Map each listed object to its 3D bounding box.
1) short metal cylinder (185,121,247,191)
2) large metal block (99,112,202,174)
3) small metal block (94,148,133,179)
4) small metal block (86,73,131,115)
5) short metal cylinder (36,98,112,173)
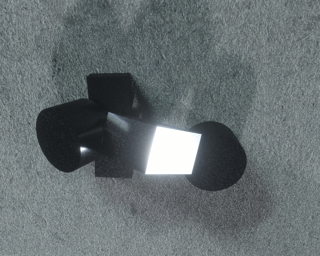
[{"bbox_3d":[0.068,0.036,0.412,0.081,0.050,0.079,0,110,-1],"label":"short metal cylinder"},{"bbox_3d":[-0.011,0.018,0.368,0.081,0.080,0.050,10,95,-48],"label":"large metal block"},{"bbox_3d":[-0.062,0.040,0.425,0.050,0.025,0.050,3,110,-2],"label":"small metal block"},{"bbox_3d":[-0.063,-0.043,0.394,0.050,0.025,0.050,-1,110,0],"label":"small metal block"},{"bbox_3d":[-0.105,0.008,0.380,0.080,0.050,0.079,14,115,33],"label":"short metal cylinder"}]
